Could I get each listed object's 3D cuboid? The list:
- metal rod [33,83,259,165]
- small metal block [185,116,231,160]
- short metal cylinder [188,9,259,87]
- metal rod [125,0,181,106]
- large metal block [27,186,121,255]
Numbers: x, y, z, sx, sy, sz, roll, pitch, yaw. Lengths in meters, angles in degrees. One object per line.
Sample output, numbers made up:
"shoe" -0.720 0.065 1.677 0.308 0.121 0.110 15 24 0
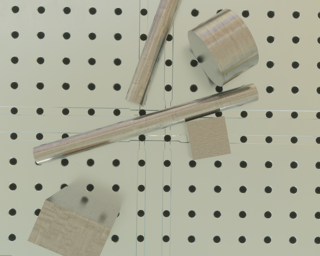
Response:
"metal rod" -0.018 -0.006 0.413 0.302 0.025 0.025 -16 90 -1
"small metal block" 0.063 0.013 0.414 0.050 0.025 0.050 -10 90 -1
"short metal cylinder" 0.077 -0.099 0.387 0.050 0.080 0.080 -32 90 0
"metal rod" 0.016 -0.175 0.413 0.025 0.025 0.299 20 90 -1
"large metal block" -0.101 0.118 0.385 0.080 0.080 0.050 23 90 -1
